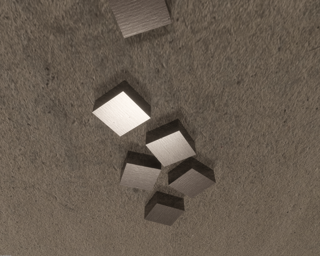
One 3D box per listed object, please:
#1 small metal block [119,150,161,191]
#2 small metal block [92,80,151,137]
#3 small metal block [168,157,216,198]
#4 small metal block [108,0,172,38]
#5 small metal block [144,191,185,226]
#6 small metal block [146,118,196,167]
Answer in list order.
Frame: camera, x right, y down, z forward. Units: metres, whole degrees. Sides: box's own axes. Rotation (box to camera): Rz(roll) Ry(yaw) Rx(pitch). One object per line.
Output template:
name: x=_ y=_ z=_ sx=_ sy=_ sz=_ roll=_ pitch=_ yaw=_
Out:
small metal block: x=-0.030 y=0.064 z=0.462 sx=0.050 sy=0.025 sz=0.050 roll=13 pitch=129 yaw=-11
small metal block: x=-0.047 y=-0.024 z=0.387 sx=0.050 sy=0.025 sz=0.050 roll=-31 pitch=124 yaw=23
small metal block: x=0.048 y=0.076 z=0.473 sx=0.050 sy=0.025 sz=0.050 roll=33 pitch=122 yaw=-26
small metal block: x=-0.020 y=-0.123 z=0.302 sx=0.050 sy=0.025 sz=0.050 roll=-14 pitch=129 yaw=11
small metal block: x=0.007 y=0.137 z=0.524 sx=0.050 sy=0.025 sz=0.050 roll=20 pitch=127 yaw=-17
small metal block: x=0.015 y=0.021 z=0.426 sx=0.050 sy=0.025 sz=0.050 roll=-24 pitch=127 yaw=18
